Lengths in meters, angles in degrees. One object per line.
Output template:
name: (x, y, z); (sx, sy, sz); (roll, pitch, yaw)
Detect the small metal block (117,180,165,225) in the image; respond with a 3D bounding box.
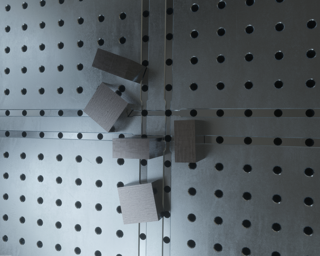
small metal block: (-0.026, 0.100, 0.421); (0.050, 0.025, 0.050); (-12, 86, 19)

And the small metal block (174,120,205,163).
small metal block: (0.037, 0.015, 0.386); (0.025, 0.050, 0.050); (-1, 90, 20)

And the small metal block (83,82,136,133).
small metal block: (-0.071, -0.029, 0.437); (0.050, 0.025, 0.050); (39, 102, 15)

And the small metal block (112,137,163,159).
small metal block: (-0.028, 0.026, 0.408); (0.050, 0.050, 0.025); (0, 90, 19)

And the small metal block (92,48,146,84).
small metal block: (-0.054, -0.083, 0.417); (0.050, 0.050, 0.025); (23, 98, 18)
